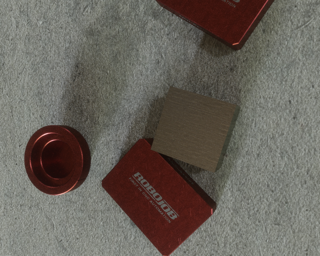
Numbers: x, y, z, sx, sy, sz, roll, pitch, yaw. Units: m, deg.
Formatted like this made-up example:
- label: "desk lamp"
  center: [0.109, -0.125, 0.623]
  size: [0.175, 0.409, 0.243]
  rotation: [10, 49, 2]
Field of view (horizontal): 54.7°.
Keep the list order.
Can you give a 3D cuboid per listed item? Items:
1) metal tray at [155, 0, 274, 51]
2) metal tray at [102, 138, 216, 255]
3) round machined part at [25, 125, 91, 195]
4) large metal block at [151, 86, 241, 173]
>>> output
- label: "metal tray"
  center: [0.067, -0.168, 0.382]
  size: [0.130, 0.030, 0.090]
  rotation: [36, 101, 16]
- label: "metal tray"
  center: [-0.003, 0.087, 0.407]
  size: [0.130, 0.030, 0.090]
  rotation: [45, 103, 14]
- label: "round machined part"
  center: [-0.142, 0.045, 0.448]
  size: [0.098, 0.042, 0.097]
  rotation: [0, 90, 19]
- label: "large metal block"
  center: [0.045, 0.000, 0.379]
  size: [0.080, 0.050, 0.080]
  rotation: [19, 96, 18]
